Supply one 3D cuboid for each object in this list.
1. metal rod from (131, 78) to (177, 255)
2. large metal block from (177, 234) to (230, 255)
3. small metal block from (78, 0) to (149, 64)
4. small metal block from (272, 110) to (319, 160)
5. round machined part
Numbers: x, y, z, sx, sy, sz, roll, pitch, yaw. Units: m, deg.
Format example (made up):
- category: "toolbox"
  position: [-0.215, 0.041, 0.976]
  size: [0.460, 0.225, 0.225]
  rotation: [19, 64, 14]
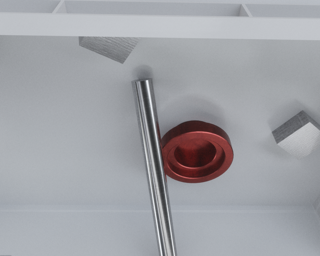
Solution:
- category: "metal rod"
  position: [-0.001, 0.086, 0.403]
  size: [0.025, 0.025, 0.298]
  rotation: [-7, 105, 5]
- category: "large metal block"
  position: [0.088, 0.267, 0.624]
  size: [0.080, 0.050, 0.080]
  rotation: [-35, 122, 26]
- category: "small metal block"
  position: [-0.048, -0.100, 0.315]
  size: [0.050, 0.025, 0.050]
  rotation: [18, 130, -34]
- category: "small metal block"
  position: [0.192, 0.011, 0.422]
  size: [0.050, 0.025, 0.050]
  rotation: [32, 123, -25]
- category: "round machined part"
  position: [0.047, 0.028, 0.423]
  size: [0.099, 0.042, 0.097]
  rotation: [-1, 130, 0]
